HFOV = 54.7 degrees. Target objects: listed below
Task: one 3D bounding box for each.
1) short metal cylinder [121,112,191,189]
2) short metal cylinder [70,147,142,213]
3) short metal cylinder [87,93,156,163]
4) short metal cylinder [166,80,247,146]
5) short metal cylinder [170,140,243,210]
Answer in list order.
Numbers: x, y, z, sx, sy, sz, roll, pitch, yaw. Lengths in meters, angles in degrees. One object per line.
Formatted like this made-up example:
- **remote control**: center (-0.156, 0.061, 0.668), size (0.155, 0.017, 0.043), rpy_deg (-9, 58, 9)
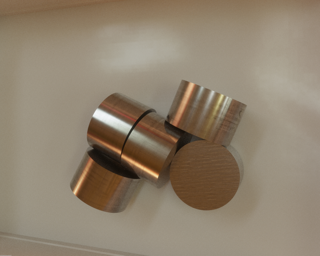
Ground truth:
- **short metal cylinder**: center (-0.003, 0.027, 0.381), size (0.050, 0.080, 0.080), rpy_deg (28, 99, 17)
- **short metal cylinder**: center (-0.068, 0.065, 0.402), size (0.080, 0.080, 0.050), rpy_deg (31, 100, 17)
- **short metal cylinder**: center (-0.047, 0.001, 0.395), size (0.050, 0.080, 0.080), rpy_deg (27, 99, 17)
- **short metal cylinder**: center (0.053, -0.018, 0.360), size (0.080, 0.080, 0.050), rpy_deg (24, 98, 18)
- **short metal cylinder**: center (0.058, 0.053, 0.374), size (0.080, 0.050, 0.079), rpy_deg (0, 90, 19)
